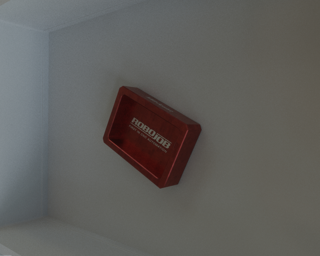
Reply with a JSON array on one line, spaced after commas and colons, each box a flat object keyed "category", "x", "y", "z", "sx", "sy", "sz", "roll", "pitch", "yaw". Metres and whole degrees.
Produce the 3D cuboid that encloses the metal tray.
[{"category": "metal tray", "x": -0.016, "y": 0.009, "z": 0.418, "sx": 0.130, "sy": 0.030, "sz": 0.089, "roll": 33, "pitch": 111, "yaw": 35}]
